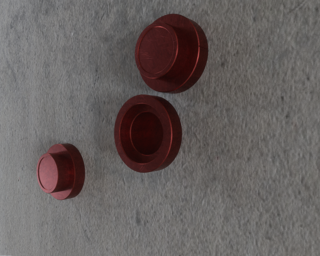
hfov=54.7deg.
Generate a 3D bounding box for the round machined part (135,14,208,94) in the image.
[{"bbox_3d":[0.007,-0.093,0.386,0.098,0.042,0.097,0,90,39],"label":"round machined part"}]

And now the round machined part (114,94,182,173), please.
[{"bbox_3d":[-0.011,0.007,0.401,0.098,0.042,0.097,0,90,39],"label":"round machined part"}]

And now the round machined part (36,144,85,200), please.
[{"bbox_3d":[-0.177,0.076,0.537,0.098,0.042,0.097,0,90,39],"label":"round machined part"}]
